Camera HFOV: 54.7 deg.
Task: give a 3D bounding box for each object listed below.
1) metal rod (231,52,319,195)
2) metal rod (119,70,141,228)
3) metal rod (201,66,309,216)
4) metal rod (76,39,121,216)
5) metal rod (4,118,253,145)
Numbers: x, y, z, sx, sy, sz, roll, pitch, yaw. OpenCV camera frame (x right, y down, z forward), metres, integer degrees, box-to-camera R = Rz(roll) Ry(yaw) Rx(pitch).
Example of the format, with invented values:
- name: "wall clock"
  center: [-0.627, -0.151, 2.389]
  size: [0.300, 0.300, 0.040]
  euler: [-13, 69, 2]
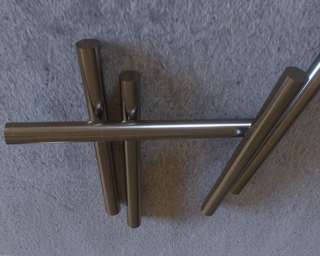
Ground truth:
- name: "metal rod"
  center: [0.162, -0.013, 0.398]
  size: [0.025, 0.025, 0.298]
  euler: [13, 129, -12]
- name: "metal rod"
  center: [-0.040, 0.053, 0.452]
  size: [0.025, 0.025, 0.298]
  euler: [1, 130, -2]
- name: "metal rod"
  center: [0.109, 0.043, 0.417]
  size: [0.025, 0.025, 0.298]
  euler: [8, 138, -7]
- name: "metal rod"
  center: [-0.078, 0.024, 0.426]
  size: [0.025, 0.025, 0.298]
  euler: [0, 130, -1]
- name: "metal rod"
  center: [-0.022, 0.003, 0.377]
  size: [0.302, 0.025, 0.025]
  euler: [-1, 131, -12]
